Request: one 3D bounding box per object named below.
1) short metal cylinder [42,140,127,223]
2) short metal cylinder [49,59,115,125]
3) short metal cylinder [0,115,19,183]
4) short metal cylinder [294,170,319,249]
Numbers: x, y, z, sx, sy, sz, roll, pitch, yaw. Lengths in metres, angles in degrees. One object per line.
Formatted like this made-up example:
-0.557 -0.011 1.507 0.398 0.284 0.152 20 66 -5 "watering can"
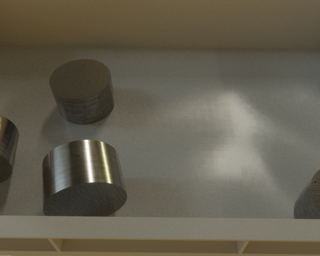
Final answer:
-0.079 0.057 0.321 0.081 0.080 0.050 -11 51 -9 "short metal cylinder"
-0.106 -0.051 0.431 0.080 0.050 0.080 0 50 0 "short metal cylinder"
-0.206 0.024 0.348 0.081 0.080 0.050 -6 51 -5 "short metal cylinder"
0.188 0.084 0.319 0.080 0.050 0.080 0 50 0 "short metal cylinder"
